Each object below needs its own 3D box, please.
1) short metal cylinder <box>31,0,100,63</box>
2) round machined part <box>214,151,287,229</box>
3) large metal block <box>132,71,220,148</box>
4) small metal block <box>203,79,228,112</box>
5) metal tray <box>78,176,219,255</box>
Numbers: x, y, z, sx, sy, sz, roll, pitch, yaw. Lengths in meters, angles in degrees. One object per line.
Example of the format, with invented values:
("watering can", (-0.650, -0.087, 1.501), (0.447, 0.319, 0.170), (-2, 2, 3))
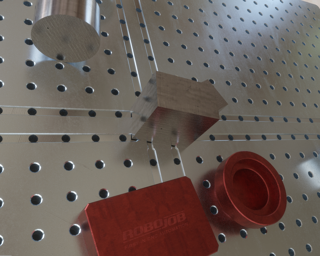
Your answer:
("short metal cylinder", (-0.116, -0.128, 0.388), (0.081, 0.080, 0.050), (8, 58, -24))
("round machined part", (0.113, 0.083, 0.407), (0.099, 0.042, 0.098), (14, 56, -21))
("large metal block", (0.016, -0.020, 0.393), (0.081, 0.080, 0.050), (10, 57, -23))
("small metal block", (0.066, -0.040, 0.468), (0.050, 0.025, 0.050), (-30, 78, -38))
("metal tray", (-0.010, 0.111, 0.332), (0.131, 0.030, 0.090), (-10, 67, -32))
